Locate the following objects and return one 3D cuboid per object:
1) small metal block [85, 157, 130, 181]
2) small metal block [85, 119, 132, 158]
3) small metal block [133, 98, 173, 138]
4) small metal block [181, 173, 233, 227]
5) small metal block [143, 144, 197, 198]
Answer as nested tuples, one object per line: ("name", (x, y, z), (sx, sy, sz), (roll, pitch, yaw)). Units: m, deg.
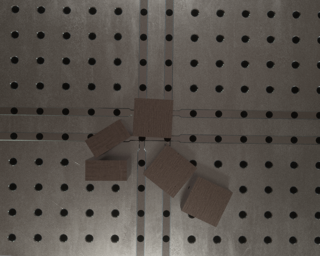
("small metal block", (-0.065, 0.051, 0.400), (0.050, 0.050, 0.025), (0, 90, -1))
("small metal block", (-0.063, 0.013, 0.400), (0.050, 0.050, 0.025), (-32, 90, 0))
("small metal block", (-0.009, -0.013, 0.413), (0.050, 0.025, 0.050), (3, 90, -1))
("small metal block", (0.061, 0.096, 0.414), (0.050, 0.025, 0.050), (26, 90, -1))
("small metal block", (0.013, 0.056, 0.414), (0.050, 0.025, 0.050), (39, 90, -1))
